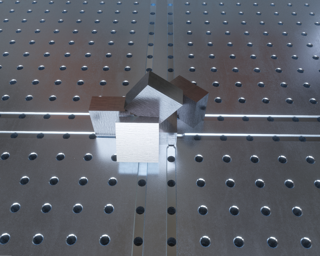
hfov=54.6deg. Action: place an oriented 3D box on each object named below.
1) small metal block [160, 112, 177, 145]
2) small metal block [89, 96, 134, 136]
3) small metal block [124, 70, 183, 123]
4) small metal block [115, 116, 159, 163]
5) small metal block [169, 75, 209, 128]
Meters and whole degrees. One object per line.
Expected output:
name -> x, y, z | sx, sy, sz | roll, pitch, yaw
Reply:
small metal block -> -0.003, -0.006, 0.412 | 0.050, 0.025, 0.050 | 2, 50, 0
small metal block -> -0.061, -0.014, 0.403 | 0.050, 0.050, 0.025 | 1, 51, 1
small metal block -> -0.008, -0.034, 0.375 | 0.050, 0.050, 0.025 | 27, 45, -26
small metal block -> -0.026, 0.014, 0.377 | 0.050, 0.050, 0.025 | 1, 18, 1
small metal block -> 0.036, -0.036, 0.422 | 0.050, 0.050, 0.025 | 36, 58, 26
